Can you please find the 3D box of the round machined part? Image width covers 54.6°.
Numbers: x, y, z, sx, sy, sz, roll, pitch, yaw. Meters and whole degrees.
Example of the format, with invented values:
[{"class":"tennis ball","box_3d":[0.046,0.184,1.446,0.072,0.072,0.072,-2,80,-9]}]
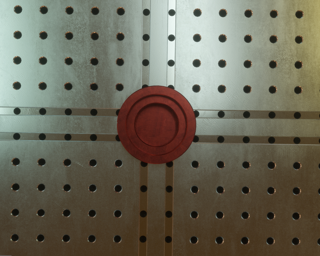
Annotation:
[{"class":"round machined part","box_3d":[-0.004,-0.004,0.404,0.099,0.042,0.097,0,90,0]}]
